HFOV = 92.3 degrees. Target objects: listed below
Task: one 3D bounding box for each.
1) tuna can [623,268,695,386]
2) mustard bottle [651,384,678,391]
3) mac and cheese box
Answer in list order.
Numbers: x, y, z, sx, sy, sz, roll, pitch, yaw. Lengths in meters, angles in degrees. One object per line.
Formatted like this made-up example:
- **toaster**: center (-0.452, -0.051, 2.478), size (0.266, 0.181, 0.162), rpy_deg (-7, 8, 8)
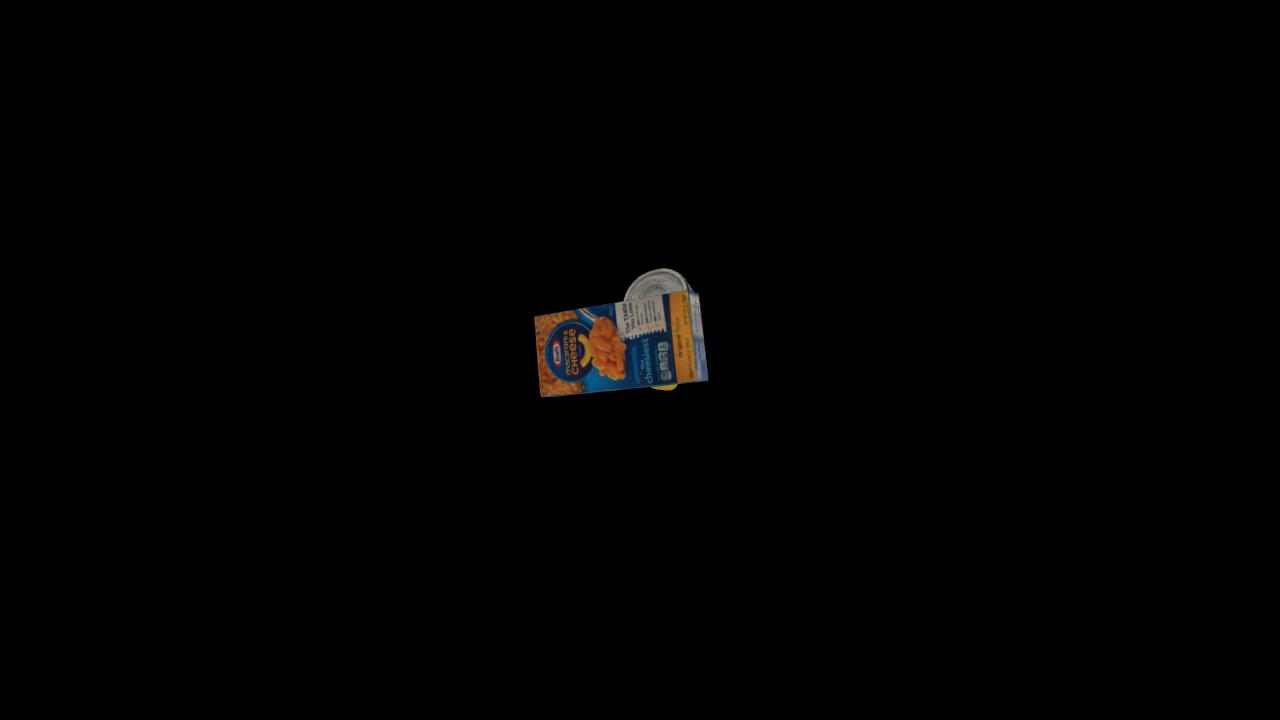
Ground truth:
- **tuna can**: center (0.023, -0.064, 0.711), size (0.084, 0.084, 0.034), rpy_deg (0, -26, 27)
- **mustard bottle**: center (-0.001, -0.029, 0.743), size (0.054, 0.092, 0.184), rpy_deg (0, 14, -24)
- **mac and cheese box**: center (-0.024, -0.014, 0.648), size (0.184, 0.093, 0.041), rpy_deg (-8, -3, 25)
